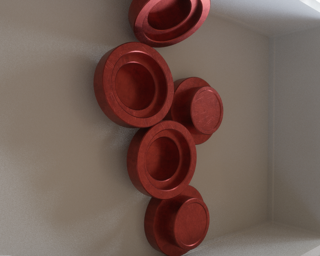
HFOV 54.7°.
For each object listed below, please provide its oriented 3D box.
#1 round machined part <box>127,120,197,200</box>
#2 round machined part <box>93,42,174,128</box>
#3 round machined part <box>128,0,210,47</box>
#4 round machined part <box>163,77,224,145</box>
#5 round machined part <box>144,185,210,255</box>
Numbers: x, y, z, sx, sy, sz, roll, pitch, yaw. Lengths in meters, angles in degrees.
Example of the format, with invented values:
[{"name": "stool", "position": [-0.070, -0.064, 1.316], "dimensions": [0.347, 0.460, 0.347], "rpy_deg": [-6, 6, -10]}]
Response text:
[{"name": "round machined part", "position": [-0.002, 0.039, 0.396], "dimensions": [0.099, 0.042, 0.097], "rpy_deg": [-1, 91, -40]}, {"name": "round machined part", "position": [-0.034, -0.048, 0.366], "dimensions": [0.099, 0.042, 0.097], "rpy_deg": [3, 86, -38]}, {"name": "round machined part", "position": [0.008, -0.147, 0.377], "dimensions": [0.099, 0.098, 0.042], "rpy_deg": [-3, 61, -40]}, {"name": "round machined part", "position": [0.053, -0.025, 0.442], "dimensions": [0.099, 0.042, 0.097], "rpy_deg": [0, 90, -40]}, {"name": "round machined part", "position": [0.030, 0.127, 0.423], "dimensions": [0.099, 0.042, 0.097], "rpy_deg": [0, 90, -40]}]
